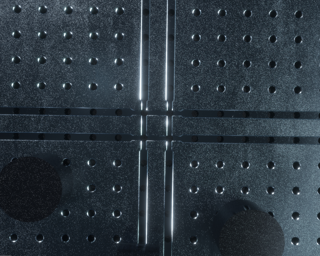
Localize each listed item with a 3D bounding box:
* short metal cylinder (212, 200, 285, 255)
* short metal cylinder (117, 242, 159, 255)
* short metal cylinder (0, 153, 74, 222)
[{"bbox_3d":[0.112,0.139,0.402,0.081,0.050,0.079,0,90,0],"label":"short metal cylinder"},{"bbox_3d":[-0.028,0.186,0.386,0.050,0.080,0.080,4,90,0],"label":"short metal cylinder"},{"bbox_3d":[-0.159,0.074,0.400,0.081,0.050,0.079,0,90,0],"label":"short metal cylinder"}]
